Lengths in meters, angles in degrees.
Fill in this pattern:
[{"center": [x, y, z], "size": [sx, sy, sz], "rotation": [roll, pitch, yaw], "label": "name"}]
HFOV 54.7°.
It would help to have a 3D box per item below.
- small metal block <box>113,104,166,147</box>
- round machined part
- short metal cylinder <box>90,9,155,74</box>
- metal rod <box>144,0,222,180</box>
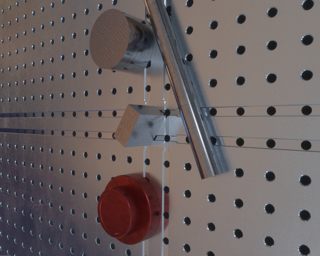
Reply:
[{"center": [-0.027, -0.003, 0.413], "size": [0.025, 0.050, 0.050], "rotation": [41, 115, 32], "label": "small metal block"}, {"center": [-0.050, 0.116, 0.438], "size": [0.098, 0.042, 0.097], "rotation": [0, 90, 39], "label": "round machined part"}, {"center": [-0.053, -0.119, 0.435], "size": [0.080, 0.050, 0.079], "rotation": [0, 90, 39], "label": "short metal cylinder"}, {"center": [0.018, -0.083, 0.392], "size": [0.025, 0.025, 0.299], "rotation": [-27, 73, 36], "label": "metal rod"}]
